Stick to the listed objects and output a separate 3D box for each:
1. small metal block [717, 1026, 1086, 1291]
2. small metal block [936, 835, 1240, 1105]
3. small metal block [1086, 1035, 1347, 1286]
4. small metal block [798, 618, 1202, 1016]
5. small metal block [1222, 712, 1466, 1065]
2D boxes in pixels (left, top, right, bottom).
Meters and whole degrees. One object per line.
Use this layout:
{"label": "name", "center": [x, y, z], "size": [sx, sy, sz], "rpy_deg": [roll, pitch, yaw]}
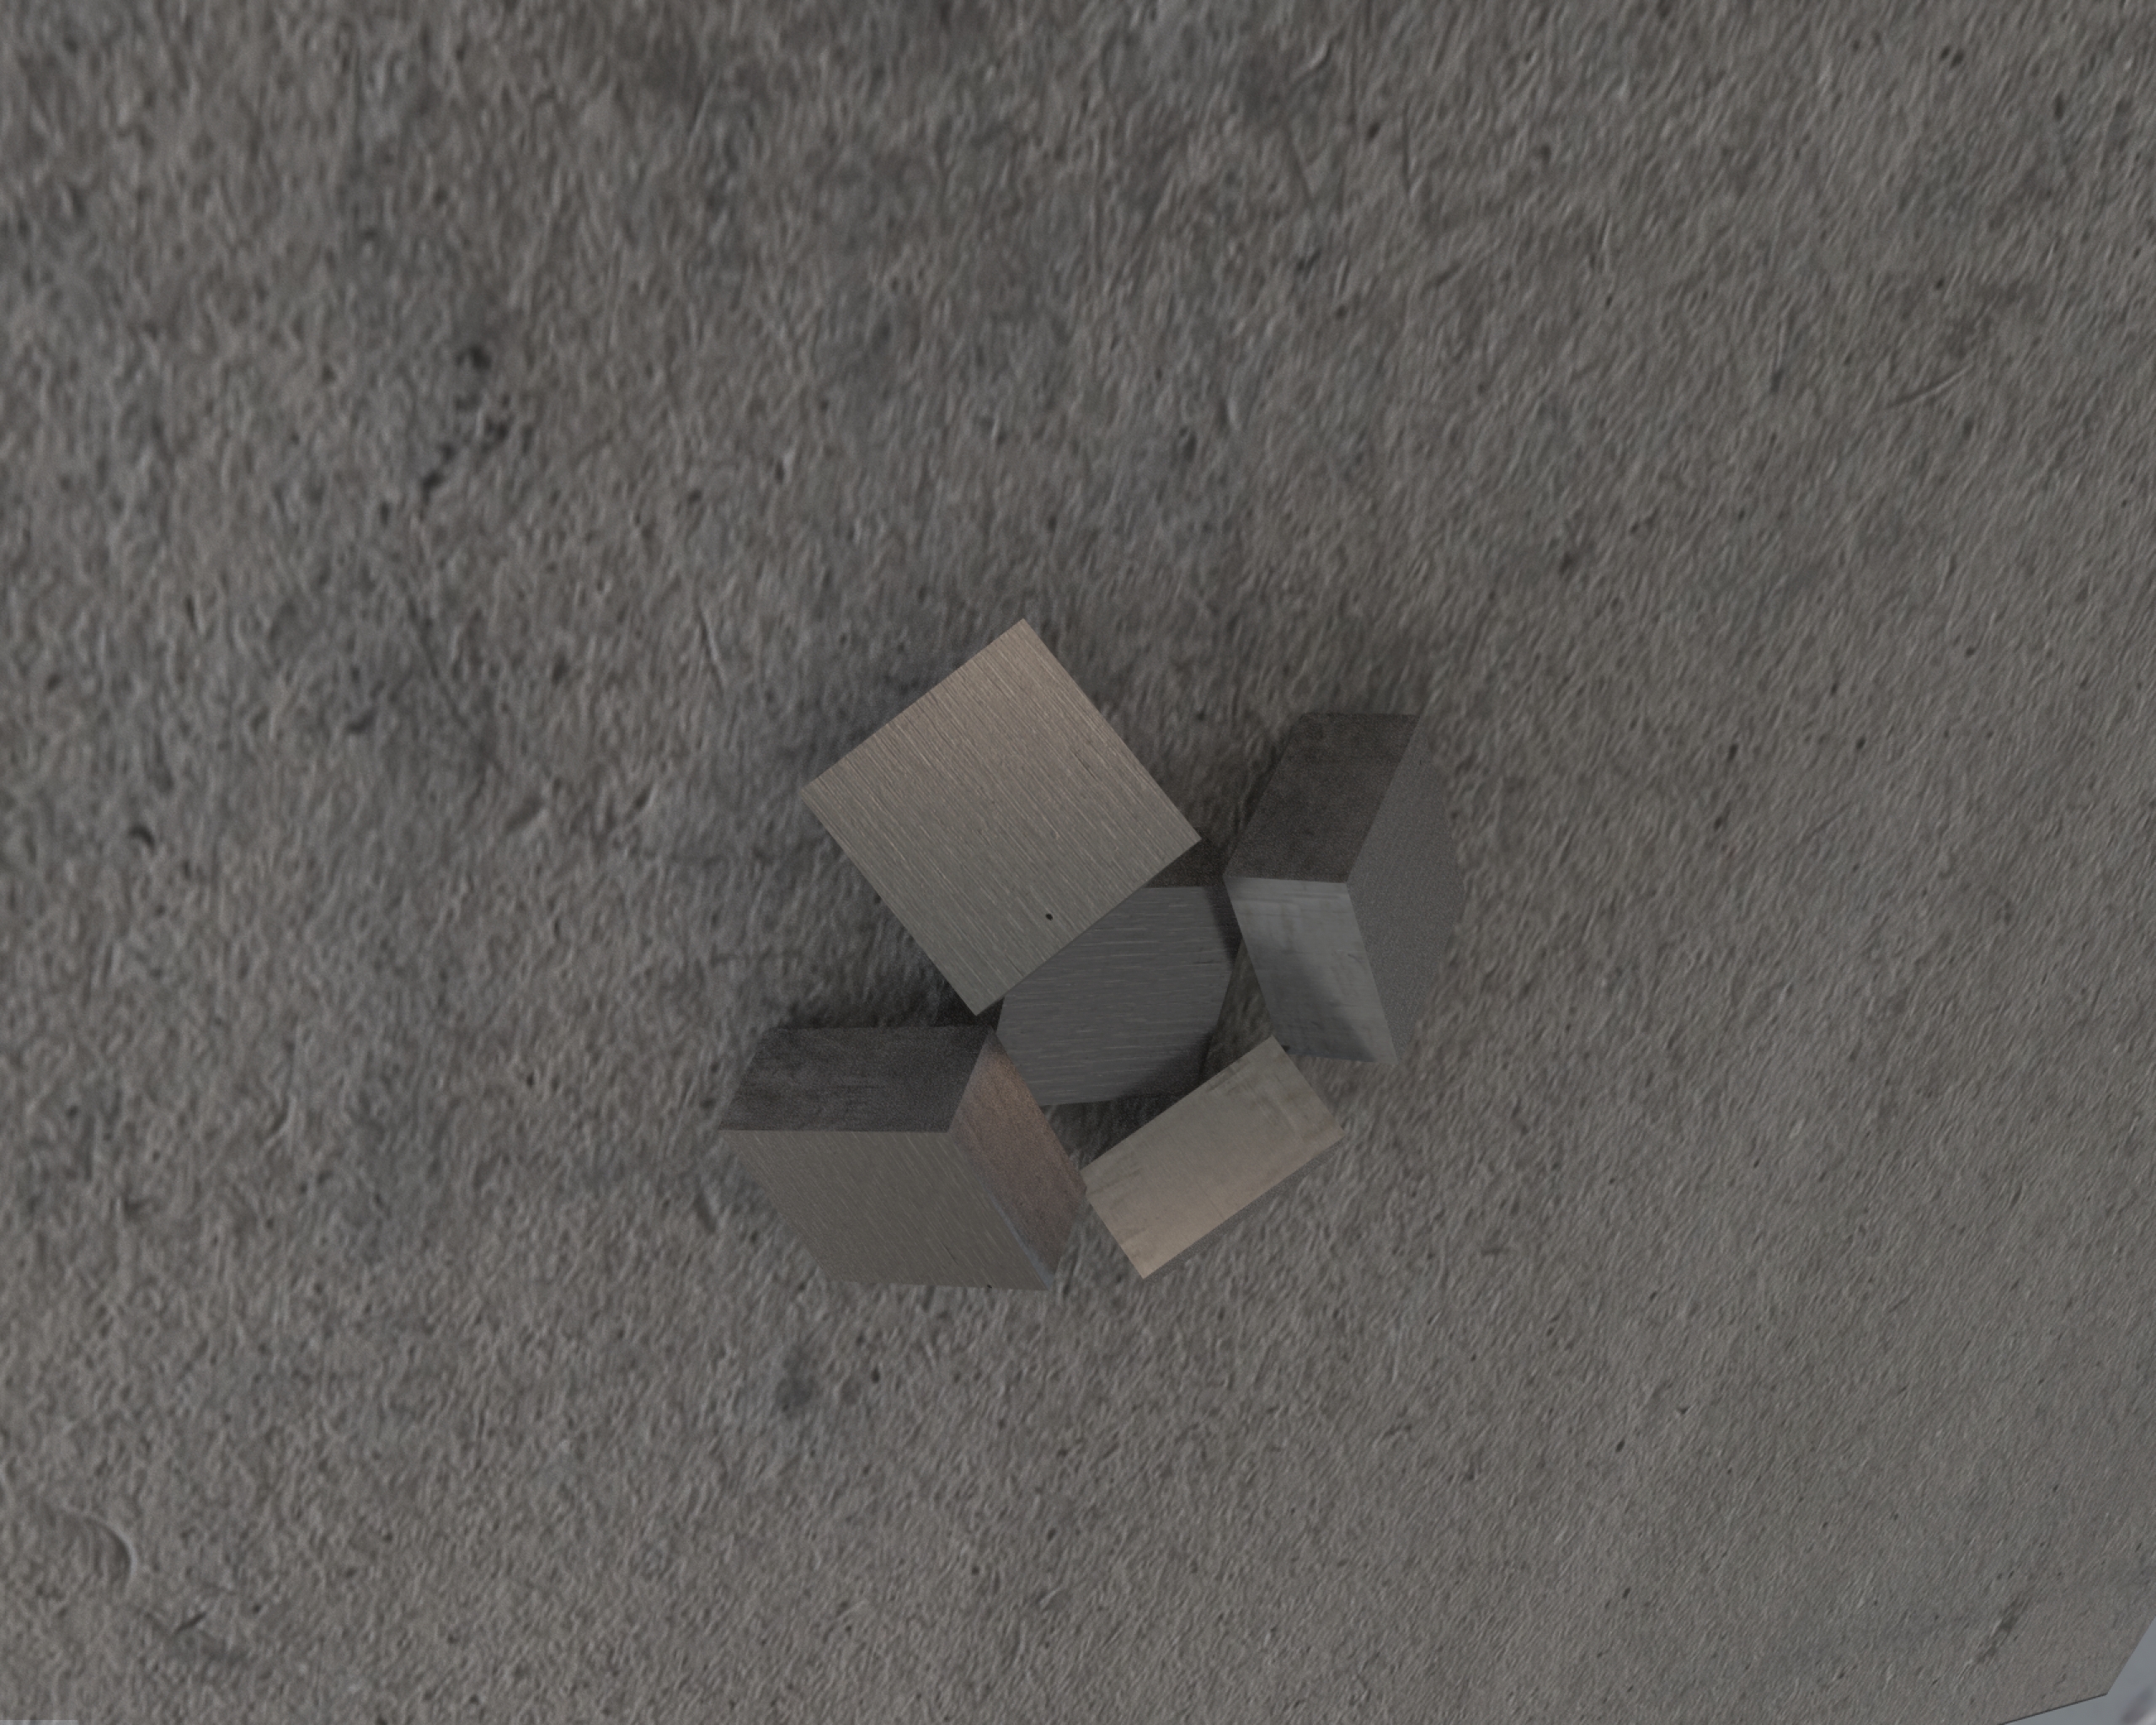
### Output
{"label": "small metal block", "center": [-0.033, 0.058, 0.406], "size": [0.050, 0.025, 0.050], "rpy_deg": [-3, 134, 26]}
{"label": "small metal block", "center": [0.003, 0.021, 0.421], "size": [0.050, 0.025, 0.050], "rpy_deg": [-1, 119, -28]}
{"label": "small metal block", "center": [0.028, 0.065, 0.446], "size": [0.050, 0.025, 0.050], "rpy_deg": [-35, 167, -5]}
{"label": "small metal block", "center": [-0.014, -0.007, 0.377], "size": [0.050, 0.025, 0.050], "rpy_deg": [-38, 87, -3]}
{"label": "small metal block", "center": [0.056, 0.005, 0.423], "size": [0.050, 0.025, 0.050], "rpy_deg": [-60, 142, -39]}
